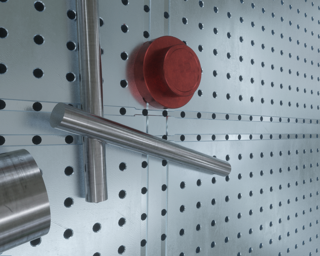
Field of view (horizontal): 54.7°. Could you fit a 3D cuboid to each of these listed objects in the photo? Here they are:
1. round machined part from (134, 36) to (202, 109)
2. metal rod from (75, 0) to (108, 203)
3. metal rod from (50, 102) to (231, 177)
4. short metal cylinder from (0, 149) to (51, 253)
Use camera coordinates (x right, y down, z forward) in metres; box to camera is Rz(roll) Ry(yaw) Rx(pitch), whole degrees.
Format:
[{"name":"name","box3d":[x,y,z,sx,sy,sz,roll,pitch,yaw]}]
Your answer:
[{"name":"round machined part","box3d":[0.018,-0.075,0.415,0.099,0.042,0.097,0,90,-40]},{"name":"metal rod","box3d":[-0.078,-0.068,0.345,0.025,0.025,0.298,-4,93,-40]},{"name":"metal rod","box3d":[0.004,0.027,0.393,0.302,0.025,0.025,21,77,-45]},{"name":"short metal cylinder","box3d":[-0.134,0.062,0.262,0.050,0.080,0.079,-14,99,-39]}]
